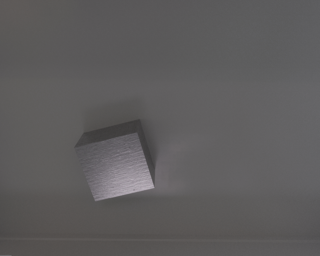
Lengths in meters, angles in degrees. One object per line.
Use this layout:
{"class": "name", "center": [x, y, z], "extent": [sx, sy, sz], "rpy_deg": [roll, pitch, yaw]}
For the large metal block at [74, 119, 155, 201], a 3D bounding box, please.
{"class": "large metal block", "center": [-0.056, 0.042, 0.413], "extent": [0.080, 0.050, 0.080], "rpy_deg": [-14, 110, 5]}
